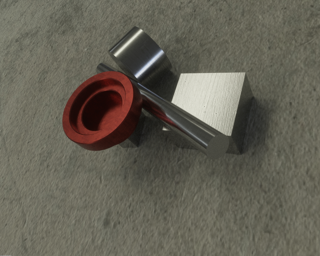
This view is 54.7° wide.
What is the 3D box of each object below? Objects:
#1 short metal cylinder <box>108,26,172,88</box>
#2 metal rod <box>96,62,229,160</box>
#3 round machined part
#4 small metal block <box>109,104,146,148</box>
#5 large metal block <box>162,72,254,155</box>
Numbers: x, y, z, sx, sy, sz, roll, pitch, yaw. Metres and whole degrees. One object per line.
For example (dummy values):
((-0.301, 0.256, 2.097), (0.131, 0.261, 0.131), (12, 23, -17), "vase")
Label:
((-0.029, -0.097, 0.443), (0.050, 0.080, 0.080), (-45, 51, -3), "short metal cylinder")
((-0.021, -0.040, 0.391), (0.025, 0.025, 0.300), (-46, 37, -4), "metal rod")
((-0.064, -0.017, 0.374), (0.098, 0.042, 0.098), (-12, 58, 21), "round machined part")
((-0.046, -0.006, 0.416), (0.025, 0.050, 0.050), (-2, 61, 27), "small metal block")
((0.059, -0.018, 0.369), (0.080, 0.050, 0.080), (5, 64, 30), "large metal block")
